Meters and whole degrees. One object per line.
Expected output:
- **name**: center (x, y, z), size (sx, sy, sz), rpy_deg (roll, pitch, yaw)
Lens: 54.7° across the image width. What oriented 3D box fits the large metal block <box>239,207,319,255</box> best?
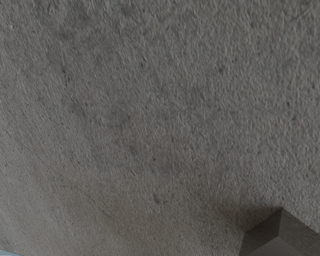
- **large metal block**: center (0.163, 0.164, 0.406), size (0.080, 0.050, 0.080), rpy_deg (37, 129, 3)
